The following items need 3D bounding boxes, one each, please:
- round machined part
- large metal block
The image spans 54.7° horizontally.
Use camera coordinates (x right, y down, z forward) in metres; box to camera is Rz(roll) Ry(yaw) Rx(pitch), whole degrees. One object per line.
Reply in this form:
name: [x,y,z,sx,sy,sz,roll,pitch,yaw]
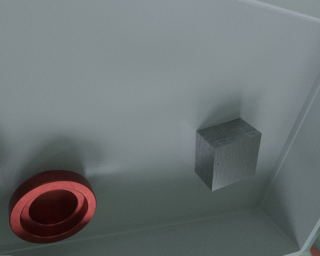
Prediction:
round machined part: [-0.133,0.091,0.383,0.099,0.042,0.097,-14,125,-21]
large metal block: [0.102,0.040,0.475,0.081,0.050,0.079,-16,125,-20]
